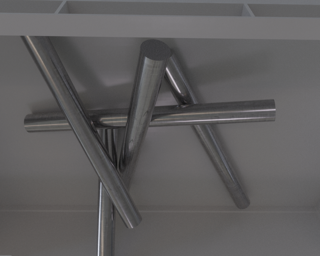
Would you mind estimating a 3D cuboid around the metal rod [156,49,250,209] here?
[{"bbox_3d":[0.071,0.022,0.428,0.025,0.025,0.299,-21,127,17],"label":"metal rod"}]

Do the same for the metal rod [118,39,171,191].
[{"bbox_3d":[-0.032,0.018,0.372,0.025,0.025,0.298,9,145,-8],"label":"metal rod"}]

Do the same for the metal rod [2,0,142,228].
[{"bbox_3d":[-0.089,0.001,0.362,0.025,0.025,0.299,-17,114,13],"label":"metal rod"}]

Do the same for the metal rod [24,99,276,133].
[{"bbox_3d":[-0.021,-0.013,0.373,0.301,0.025,0.025,-3,131,11],"label":"metal rod"}]

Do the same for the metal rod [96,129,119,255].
[{"bbox_3d":[-0.075,0.147,0.429,0.025,0.025,0.298,2,97,-2],"label":"metal rod"}]
